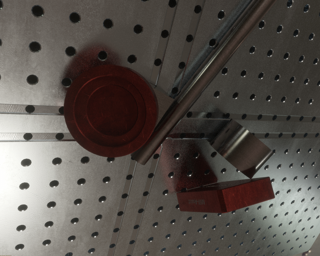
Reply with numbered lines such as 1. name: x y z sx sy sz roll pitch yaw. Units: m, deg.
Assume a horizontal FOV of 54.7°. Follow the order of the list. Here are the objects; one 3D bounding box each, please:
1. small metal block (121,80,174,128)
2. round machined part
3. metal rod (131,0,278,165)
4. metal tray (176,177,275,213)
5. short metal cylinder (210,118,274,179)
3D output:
1. small metal block: -0.019 -0.030 0.384 0.050 0.025 0.050 25 105 -37
2. round machined part: -0.050 -0.020 0.341 0.099 0.042 0.097 1 100 5
3. metal rod: 0.062 -0.073 0.401 0.025 0.025 0.299 32 100 -39
4. metal tray: 0.093 0.101 0.467 0.091 0.130 0.030 -8 81 -25
5. short metal cylinder: 0.121 0.030 0.463 0.080 0.080 0.050 34 99 -39
